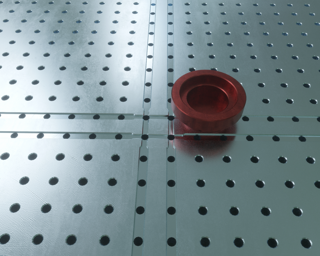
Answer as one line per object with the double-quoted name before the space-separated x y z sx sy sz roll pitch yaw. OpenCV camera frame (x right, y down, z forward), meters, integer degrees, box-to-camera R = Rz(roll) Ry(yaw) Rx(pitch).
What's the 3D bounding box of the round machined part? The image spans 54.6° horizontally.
"round machined part" 0.064 -0.033 0.425 0.099 0.042 0.098 0 50 0
